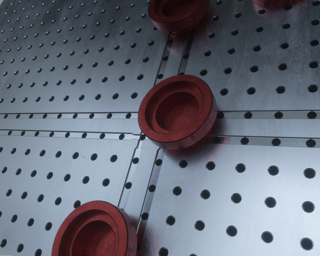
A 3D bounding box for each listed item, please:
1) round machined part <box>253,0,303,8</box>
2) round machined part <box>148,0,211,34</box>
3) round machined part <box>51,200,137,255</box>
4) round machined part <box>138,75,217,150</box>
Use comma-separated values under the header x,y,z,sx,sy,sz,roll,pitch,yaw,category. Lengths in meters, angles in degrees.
x,y,z,sx,sy,sz,roll,pitch,yaw,category
0.175,-0.222,0.441,0.098,0.042,0.098,-13,56,20,round machined part
0.034,-0.190,0.495,0.098,0.042,0.098,-13,56,20,round machined part
-0.069,0.135,0.349,0.098,0.042,0.098,-13,56,20,round machined part
0.025,-0.016,0.393,0.098,0.042,0.098,-13,56,20,round machined part
